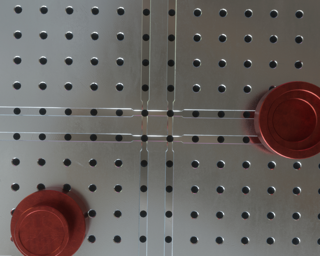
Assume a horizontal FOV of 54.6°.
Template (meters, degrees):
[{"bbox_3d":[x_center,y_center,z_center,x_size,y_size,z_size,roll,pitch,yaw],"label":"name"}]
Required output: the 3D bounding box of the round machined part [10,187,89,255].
[{"bbox_3d":[-0.147,0.130,0.404,0.099,0.042,0.097,0,90,0],"label":"round machined part"}]

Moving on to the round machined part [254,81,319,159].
[{"bbox_3d":[0.172,-0.010,0.406,0.099,0.042,0.097,0,90,0],"label":"round machined part"}]
